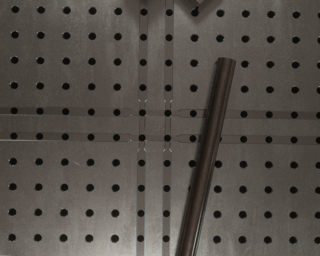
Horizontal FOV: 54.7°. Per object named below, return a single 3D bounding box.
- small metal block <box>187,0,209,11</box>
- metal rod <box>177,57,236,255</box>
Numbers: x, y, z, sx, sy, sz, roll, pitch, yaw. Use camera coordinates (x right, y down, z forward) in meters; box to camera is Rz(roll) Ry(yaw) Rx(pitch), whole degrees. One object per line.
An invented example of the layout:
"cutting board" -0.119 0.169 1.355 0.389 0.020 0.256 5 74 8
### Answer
"small metal block" 0.053 -0.196 0.414 0.050 0.025 0.050 -43 91 0
"metal rod" 0.059 0.055 0.414 0.025 0.025 0.298 12 90 -1
